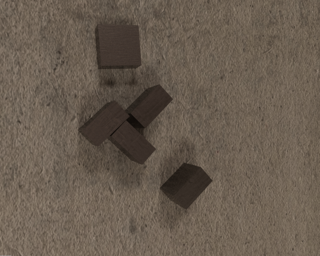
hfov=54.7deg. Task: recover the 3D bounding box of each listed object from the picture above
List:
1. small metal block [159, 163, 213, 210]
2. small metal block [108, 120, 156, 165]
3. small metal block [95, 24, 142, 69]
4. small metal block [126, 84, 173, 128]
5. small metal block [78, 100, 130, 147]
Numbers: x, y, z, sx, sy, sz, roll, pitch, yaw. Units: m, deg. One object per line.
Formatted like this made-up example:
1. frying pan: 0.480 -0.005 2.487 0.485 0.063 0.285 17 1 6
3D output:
1. small metal block: 0.033 0.075 0.409 0.050 0.050 0.025 -44 104 -15
2. small metal block: -0.039 0.017 0.382 0.050 0.050 0.025 45 76 -15
3. small metal block: -0.053 -0.102 0.390 0.050 0.025 0.050 -5 92 -20
4. small metal block: -0.018 -0.026 0.390 0.025 0.050 0.050 47 75 -15
5. small metal block: -0.069 -0.005 0.371 0.050 0.050 0.025 -46 105 -14
